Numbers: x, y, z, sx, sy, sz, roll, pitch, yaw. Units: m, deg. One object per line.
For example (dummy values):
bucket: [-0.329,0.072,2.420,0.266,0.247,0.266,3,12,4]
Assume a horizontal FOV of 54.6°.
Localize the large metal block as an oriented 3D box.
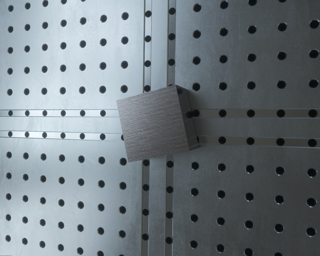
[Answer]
large metal block: [-0.002,-0.004,0.399,0.080,0.050,0.080,-13,86,19]
